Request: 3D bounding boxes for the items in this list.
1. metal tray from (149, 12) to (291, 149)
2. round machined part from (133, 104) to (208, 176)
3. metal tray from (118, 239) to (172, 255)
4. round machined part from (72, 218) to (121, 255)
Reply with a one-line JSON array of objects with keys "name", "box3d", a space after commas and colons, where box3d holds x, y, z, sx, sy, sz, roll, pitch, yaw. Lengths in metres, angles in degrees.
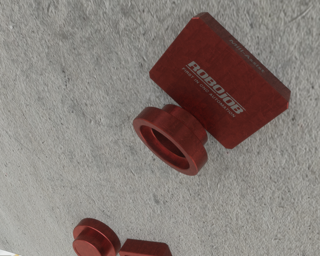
[{"name": "metal tray", "box3d": [0.063, -0.048, 0.340, 0.130, 0.030, 0.090, 43, 129, -2]}, {"name": "round machined part", "box3d": [0.018, 0.009, 0.373, 0.098, 0.042, 0.098, 36, 160, 16]}, {"name": "metal tray", "box3d": [-0.012, 0.267, 0.573, 0.090, 0.030, 0.129, -6, 116, 30]}, {"name": "round machined part", "box3d": [-0.129, 0.227, 0.602, 0.098, 0.042, 0.097, 13, 124, 20]}]
